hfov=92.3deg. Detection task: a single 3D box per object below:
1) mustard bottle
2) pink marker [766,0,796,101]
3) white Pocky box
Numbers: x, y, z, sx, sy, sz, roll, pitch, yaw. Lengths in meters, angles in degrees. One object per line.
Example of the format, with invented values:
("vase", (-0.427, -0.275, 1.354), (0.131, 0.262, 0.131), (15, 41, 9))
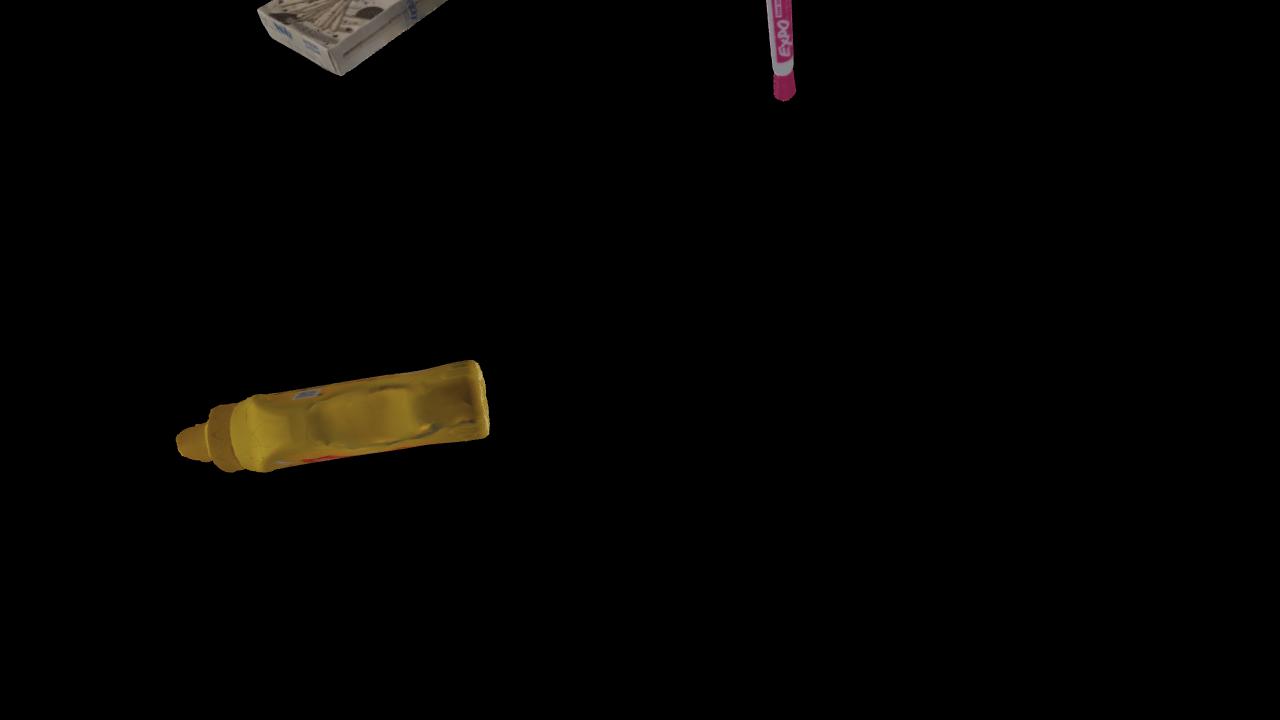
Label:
("mustard bottle", (-0.194, 0.039, 0.397), (0.184, 0.054, 0.092), (-8, 5, -12))
("pink marker", (0.109, -0.252, 0.477), (0.020, 0.020, 0.121), (0, -27, 17))
("white Pocky box", (-0.230, -0.306, 0.521), (0.084, 0.154, 0.028), (31, -25, 14))
